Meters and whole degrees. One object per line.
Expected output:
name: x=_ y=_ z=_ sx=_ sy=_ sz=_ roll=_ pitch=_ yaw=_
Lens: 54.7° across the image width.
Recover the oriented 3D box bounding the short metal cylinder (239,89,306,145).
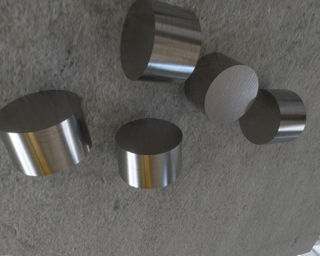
short metal cylinder: x=0.162 y=-0.017 z=0.452 sx=0.050 sy=0.080 sz=0.079 roll=-3 pitch=120 yaw=-27

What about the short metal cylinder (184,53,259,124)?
short metal cylinder: x=0.079 y=-0.052 z=0.404 sx=0.081 sy=0.050 sz=0.079 roll=-14 pitch=125 yaw=-21

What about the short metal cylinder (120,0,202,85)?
short metal cylinder: x=-0.002 y=-0.086 z=0.318 sx=0.050 sy=0.080 sz=0.079 roll=1 pitch=118 yaw=-30

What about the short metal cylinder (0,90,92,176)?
short metal cylinder: x=-0.114 y=0.002 z=0.311 sx=0.081 sy=0.080 sz=0.050 roll=-19 pitch=126 yaw=-18

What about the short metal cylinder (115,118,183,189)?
short metal cylinder: x=-0.013 y=0.029 z=0.384 sx=0.081 sy=0.080 sz=0.050 roll=-14 pitch=125 yaw=-21
